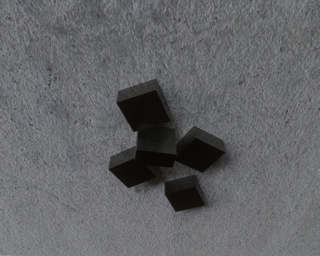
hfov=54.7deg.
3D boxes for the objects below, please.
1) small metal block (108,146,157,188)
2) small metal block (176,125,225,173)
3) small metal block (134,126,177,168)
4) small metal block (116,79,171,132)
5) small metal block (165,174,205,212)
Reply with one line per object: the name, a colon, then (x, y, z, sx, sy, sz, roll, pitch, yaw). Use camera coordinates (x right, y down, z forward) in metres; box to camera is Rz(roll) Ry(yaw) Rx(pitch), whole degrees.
small metal block: (-0.039, 0.057, 0.456, 0.050, 0.025, 0.050, -24, 126, 19)
small metal block: (0.054, 0.031, 0.434, 0.050, 0.025, 0.050, 26, 125, -21)
small metal block: (-0.006, 0.023, 0.410, 0.050, 0.050, 0.025, 8, 130, -7)
small metal block: (-0.019, -0.027, 0.384, 0.050, 0.025, 0.050, -16, 129, 13)
small metal block: (0.040, 0.106, 0.497, 0.050, 0.025, 0.050, -17, 128, 13)
